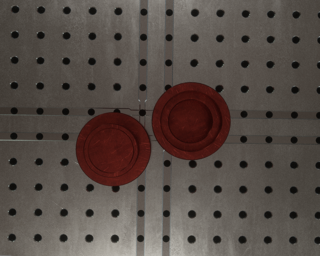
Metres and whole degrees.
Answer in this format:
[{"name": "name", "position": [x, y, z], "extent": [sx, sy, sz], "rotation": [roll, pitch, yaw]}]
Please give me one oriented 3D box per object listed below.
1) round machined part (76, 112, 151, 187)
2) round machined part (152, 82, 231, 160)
[{"name": "round machined part", "position": [-0.061, 0.028, 0.404], "extent": [0.099, 0.042, 0.097], "rotation": [0, 90, -1]}, {"name": "round machined part", "position": [0.039, -0.009, 0.405], "extent": [0.099, 0.042, 0.097], "rotation": [0, 90, -1]}]
